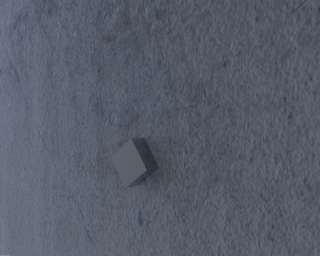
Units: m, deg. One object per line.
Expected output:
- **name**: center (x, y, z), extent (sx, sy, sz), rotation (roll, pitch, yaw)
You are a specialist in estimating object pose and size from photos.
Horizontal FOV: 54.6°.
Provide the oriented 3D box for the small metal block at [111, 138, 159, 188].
- **small metal block**: center (-0.036, 0.049, 0.436), extent (0.050, 0.025, 0.050), rotation (-43, 64, 32)
